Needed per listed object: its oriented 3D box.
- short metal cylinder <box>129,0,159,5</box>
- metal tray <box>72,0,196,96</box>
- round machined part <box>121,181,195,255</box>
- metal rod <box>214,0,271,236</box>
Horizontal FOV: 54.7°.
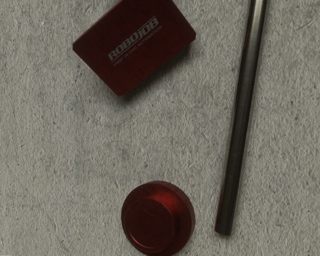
[{"bbox_3d":[-0.027,-0.210,0.405,0.080,0.050,0.080,0,90,20],"label":"short metal cylinder"},{"bbox_3d":[-0.032,-0.113,0.392,0.130,0.030,0.090,-36,115,16],"label":"metal tray"},{"bbox_3d":[-0.007,0.120,0.402,0.098,0.042,0.097,0,90,20],"label":"round machined part"},{"bbox_3d":[0.100,-0.020,0.373,0.025,0.025,0.298,9,93,19],"label":"metal rod"}]
